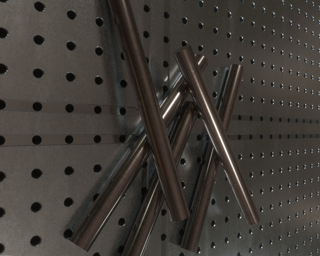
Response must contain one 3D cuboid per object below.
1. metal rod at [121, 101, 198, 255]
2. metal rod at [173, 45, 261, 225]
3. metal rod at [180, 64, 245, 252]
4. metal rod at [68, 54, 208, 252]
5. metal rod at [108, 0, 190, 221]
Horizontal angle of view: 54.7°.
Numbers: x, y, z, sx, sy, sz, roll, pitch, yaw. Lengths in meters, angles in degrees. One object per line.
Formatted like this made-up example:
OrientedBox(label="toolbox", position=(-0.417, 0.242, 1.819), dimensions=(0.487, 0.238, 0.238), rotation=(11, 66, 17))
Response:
OrientedBox(label="metal rod", position=(-0.009, 0.098, 0.403), dimensions=(0.025, 0.025, 0.300), rotation=(36, 68, -35))
OrientedBox(label="metal rod", position=(0.090, 0.023, 0.452), dimensions=(0.025, 0.025, 0.299), rotation=(-40, 115, -33))
OrientedBox(label="metal rod", position=(0.085, 0.037, 0.483), dimensions=(0.025, 0.025, 0.299), rotation=(29, 72, -37))
OrientedBox(label="metal rod", position=(-0.014, 0.014, 0.398), dimensions=(0.025, 0.025, 0.300), rotation=(48, 61, -30))
OrientedBox(label="metal rod", position=(-0.016, -0.034, 0.372), dimensions=(0.025, 0.025, 0.298), rotation=(-19, 94, -39))
